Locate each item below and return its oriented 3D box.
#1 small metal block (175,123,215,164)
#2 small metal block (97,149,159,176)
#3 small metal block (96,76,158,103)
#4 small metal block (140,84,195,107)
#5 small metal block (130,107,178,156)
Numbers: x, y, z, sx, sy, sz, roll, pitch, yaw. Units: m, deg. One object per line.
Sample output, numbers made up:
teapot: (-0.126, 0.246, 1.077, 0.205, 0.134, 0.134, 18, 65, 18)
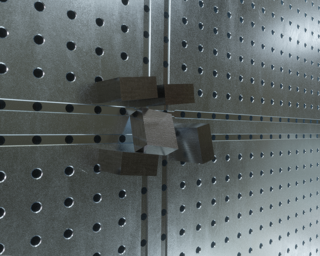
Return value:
small metal block: (0.046, 0.021, 0.434, 0.025, 0.050, 0.050, -17, 101, -39)
small metal block: (-0.038, 0.040, 0.363, 0.050, 0.050, 0.025, 9, 85, -40)
small metal block: (-0.039, -0.045, 0.362, 0.050, 0.050, 0.025, -10, 97, -40)
small metal block: (0.009, -0.042, 0.402, 0.050, 0.050, 0.025, -8, 95, -40)
small metal block: (-0.008, 0.005, 0.393, 0.050, 0.025, 0.050, 11, 59, -40)
